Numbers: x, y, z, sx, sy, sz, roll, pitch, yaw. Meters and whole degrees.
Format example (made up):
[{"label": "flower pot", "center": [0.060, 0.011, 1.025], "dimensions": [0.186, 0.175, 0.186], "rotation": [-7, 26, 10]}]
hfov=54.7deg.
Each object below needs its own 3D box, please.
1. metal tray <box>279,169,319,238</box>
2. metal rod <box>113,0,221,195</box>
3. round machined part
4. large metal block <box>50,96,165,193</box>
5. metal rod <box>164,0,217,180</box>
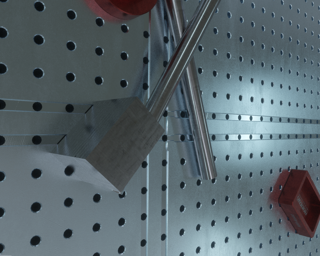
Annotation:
[{"label": "metal tray", "center": [0.309, 0.163, 0.669], "dimensions": [0.130, 0.030, 0.090], "rotation": [53, 59, -27]}, {"label": "metal rod", "center": [0.010, -0.057, 0.397], "dimensions": [0.025, 0.025, 0.299], "rotation": [36, 75, -35]}, {"label": "round machined part", "center": [-0.036, -0.185, 0.369], "dimensions": [0.099, 0.042, 0.097], "rotation": [0, 90, -40]}, {"label": "large metal block", "center": [-0.056, 0.015, 0.328], "dimensions": [0.050, 0.080, 0.080], "rotation": [51, 60, -28]}, {"label": "metal rod", "center": [0.043, -0.068, 0.447], "dimensions": [0.025, 0.025, 0.298], "rotation": [-22, 104, -38]}]
